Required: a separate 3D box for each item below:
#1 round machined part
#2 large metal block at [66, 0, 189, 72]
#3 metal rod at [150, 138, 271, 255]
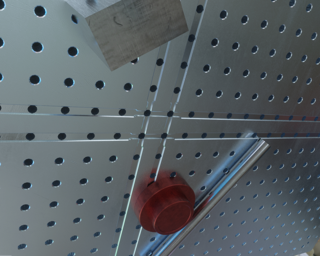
[{"bbox_3d":[0.014,0.128,0.487,0.099,0.042,0.097,-14,124,-21],"label":"round machined part"},{"bbox_3d":[-0.033,-0.106,0.292,0.080,0.080,0.050,-30,129,-9],"label":"large metal block"},{"bbox_3d":[0.080,0.136,0.538,0.299,0.025,0.025,-49,129,6],"label":"metal rod"}]
